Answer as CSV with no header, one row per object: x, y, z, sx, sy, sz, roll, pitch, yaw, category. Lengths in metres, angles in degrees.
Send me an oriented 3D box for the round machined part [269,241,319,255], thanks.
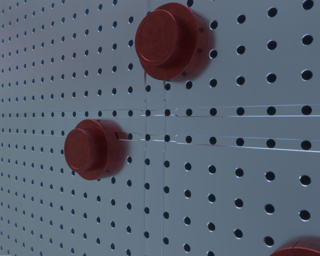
0.137,0.160,0.285,0.098,0.042,0.097,0,90,39,round machined part

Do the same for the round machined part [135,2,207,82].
0.007,-0.109,0.391,0.098,0.042,0.097,0,90,39,round machined part

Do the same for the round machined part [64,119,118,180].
-0.115,0.034,0.490,0.098,0.042,0.097,0,90,39,round machined part
